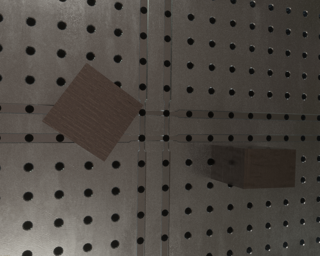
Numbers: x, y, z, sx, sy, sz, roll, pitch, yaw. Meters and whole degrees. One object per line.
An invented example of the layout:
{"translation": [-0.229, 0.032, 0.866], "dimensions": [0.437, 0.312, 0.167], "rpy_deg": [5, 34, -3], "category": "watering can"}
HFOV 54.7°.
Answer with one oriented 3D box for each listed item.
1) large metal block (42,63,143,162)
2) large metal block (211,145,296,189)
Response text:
{"translation": [-0.081, -0.017, 0.370], "dimensions": [0.080, 0.050, 0.080], "rpy_deg": [37, 78, -17], "category": "large metal block"}
{"translation": [0.127, 0.052, 0.432], "dimensions": [0.081, 0.080, 0.050], "rpy_deg": [2, 89, -20], "category": "large metal block"}
